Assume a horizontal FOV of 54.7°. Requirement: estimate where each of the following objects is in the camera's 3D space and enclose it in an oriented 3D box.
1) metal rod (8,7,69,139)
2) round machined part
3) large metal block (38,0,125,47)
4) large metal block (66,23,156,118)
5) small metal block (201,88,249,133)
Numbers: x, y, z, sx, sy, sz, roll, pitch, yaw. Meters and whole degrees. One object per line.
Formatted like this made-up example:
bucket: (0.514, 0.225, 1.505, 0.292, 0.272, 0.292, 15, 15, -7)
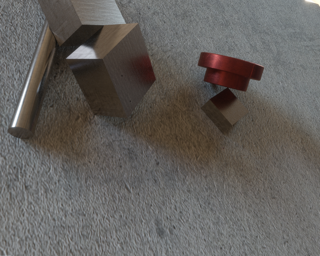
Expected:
metal rod: (-0.141, -0.121, 0.401, 0.025, 0.025, 0.300, 15, 56, -20)
round machined part: (0.106, -0.085, 0.479, 0.099, 0.098, 0.042, 9, 102, -24)
large metal block: (-0.102, -0.156, 0.404, 0.081, 0.050, 0.080, -24, 88, -53)
large metal block: (-0.054, -0.070, 0.374, 0.050, 0.080, 0.080, 7, 45, 28)
small metal block: (0.100, -0.028, 0.474, 0.050, 0.025, 0.050, -33, 81, -38)
